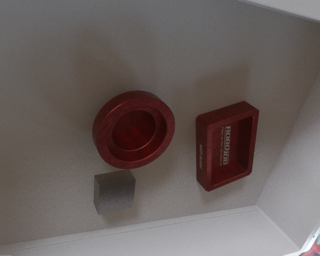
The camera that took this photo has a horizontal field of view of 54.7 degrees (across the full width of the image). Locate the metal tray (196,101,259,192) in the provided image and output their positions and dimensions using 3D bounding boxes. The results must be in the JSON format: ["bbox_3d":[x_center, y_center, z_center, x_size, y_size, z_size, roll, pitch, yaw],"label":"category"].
[{"bbox_3d":[0.103,0.030,0.482,0.091,0.030,0.129,-18,126,-19],"label":"metal tray"}]

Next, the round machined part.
[{"bbox_3d":[-0.034,-0.001,0.379,0.099,0.042,0.097,-14,125,-21],"label":"round machined part"}]

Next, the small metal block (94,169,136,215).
[{"bbox_3d":[-0.064,0.088,0.430,0.050,0.025,0.050,-7,122,-25],"label":"small metal block"}]
